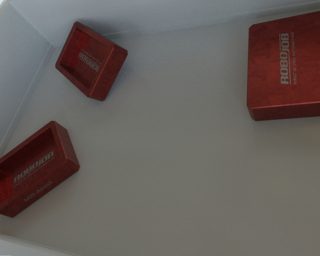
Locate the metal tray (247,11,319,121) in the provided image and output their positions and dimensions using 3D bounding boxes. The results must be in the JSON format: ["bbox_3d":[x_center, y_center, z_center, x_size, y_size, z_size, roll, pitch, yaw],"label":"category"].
[{"bbox_3d":[0.153,-0.074,0.368,0.090,0.030,0.130,-4,60,25],"label":"metal tray"}]

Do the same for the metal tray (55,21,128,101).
[{"bbox_3d":[-0.117,-0.112,0.510,0.130,0.030,0.090,39,105,38],"label":"metal tray"}]

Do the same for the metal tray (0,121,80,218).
[{"bbox_3d":[-0.191,0.060,0.463,0.130,0.030,0.090,-36,51,4],"label":"metal tray"}]
